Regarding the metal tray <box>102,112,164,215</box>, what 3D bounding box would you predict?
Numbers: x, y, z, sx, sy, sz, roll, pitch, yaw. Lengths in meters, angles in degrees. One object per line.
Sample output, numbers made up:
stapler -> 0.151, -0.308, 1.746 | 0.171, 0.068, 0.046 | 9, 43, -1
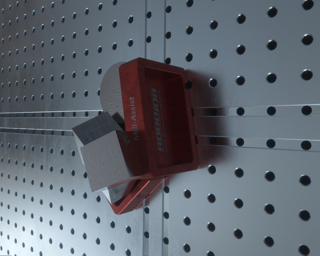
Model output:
metal tray -> -0.061, 0.047, 0.452 | 0.090, 0.030, 0.130 | -50, 61, 28

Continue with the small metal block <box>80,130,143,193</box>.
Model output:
small metal block -> -0.052, 0.035, 0.327 | 0.050, 0.025, 0.050 | -25, 74, 25

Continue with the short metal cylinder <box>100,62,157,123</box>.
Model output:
short metal cylinder -> -0.036, -0.046, 0.420 | 0.080, 0.050, 0.079 | 0, 90, 39

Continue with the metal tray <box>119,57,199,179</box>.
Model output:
metal tray -> 0.001, -0.010, 0.364 | 0.030, 0.091, 0.129 | -12, 83, 39

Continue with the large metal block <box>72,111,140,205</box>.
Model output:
large metal block -> -0.066, 0.039, 0.405 | 0.080, 0.050, 0.080 | 47, 153, 29
